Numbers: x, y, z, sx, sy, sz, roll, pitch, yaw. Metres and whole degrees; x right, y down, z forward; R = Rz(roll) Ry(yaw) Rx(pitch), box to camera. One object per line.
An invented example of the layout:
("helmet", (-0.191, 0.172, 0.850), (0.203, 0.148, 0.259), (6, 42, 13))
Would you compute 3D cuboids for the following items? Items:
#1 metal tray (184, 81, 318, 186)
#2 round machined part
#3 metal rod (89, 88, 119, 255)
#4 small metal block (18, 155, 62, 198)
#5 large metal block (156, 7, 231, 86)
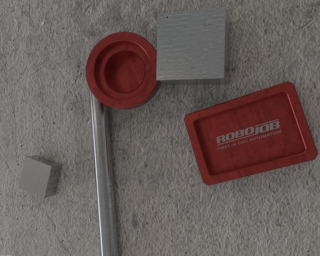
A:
("metal tray", (0.104, 0.009, 0.369), (0.130, 0.030, 0.090), (-18, 84, 19))
("round machined part", (-0.044, -0.073, 0.411), (0.098, 0.042, 0.097), (0, 89, 12))
("metal rod", (-0.079, 0.064, 0.436), (0.025, 0.025, 0.298), (-5, 88, 20))
("small metal block", (-0.183, 0.073, 0.473), (0.050, 0.025, 0.050), (15, 95, 19))
("large metal block", (0.043, -0.096, 0.381), (0.080, 0.050, 0.080), (1, 91, 20))
